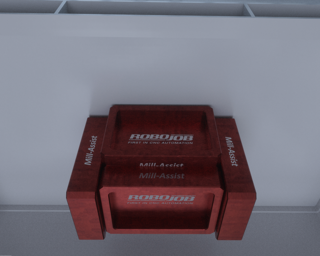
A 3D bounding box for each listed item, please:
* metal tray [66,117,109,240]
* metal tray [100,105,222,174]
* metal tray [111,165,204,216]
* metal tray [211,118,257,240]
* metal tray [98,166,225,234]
[{"bbox_3d":[-0.080,0.059,0.387,0.030,0.130,0.089,0,131,0],"label":"metal tray"},{"bbox_3d":[0.002,0.012,0.372,0.131,0.090,0.030,1,131,0],"label":"metal tray"},{"bbox_3d":[0.001,0.079,0.430,0.131,0.090,0.030,0,130,-1],"label":"metal tray"},{"bbox_3d":[0.083,0.060,0.389,0.030,0.130,0.089,1,131,-1],"label":"metal tray"},{"bbox_3d":[0.001,0.085,0.357,0.131,0.030,0.089,0,130,-1],"label":"metal tray"}]
